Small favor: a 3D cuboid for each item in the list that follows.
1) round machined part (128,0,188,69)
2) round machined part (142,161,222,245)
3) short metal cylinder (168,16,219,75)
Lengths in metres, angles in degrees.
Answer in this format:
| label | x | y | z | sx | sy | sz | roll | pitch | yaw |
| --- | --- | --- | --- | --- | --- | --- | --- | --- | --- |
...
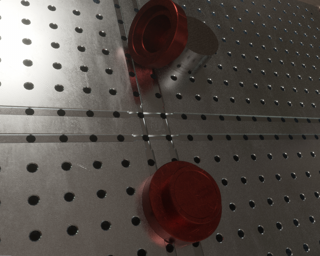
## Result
| label | x | y | z | sx | sy | sz | roll | pitch | yaw |
| --- | --- | --- | --- | --- | --- | --- | --- | --- | --- |
| round machined part | 0.002 | -0.133 | 0.449 | 0.042 | 0.098 | 0.098 | 11 | 55 | -47 |
| round machined part | 0.033 | 0.083 | 0.366 | 0.099 | 0.042 | 0.098 | 14 | 56 | -21 |
| short metal cylinder | 0.047 | -0.133 | 0.500 | 0.081 | 0.050 | 0.080 | 14 | 56 | -21 |
